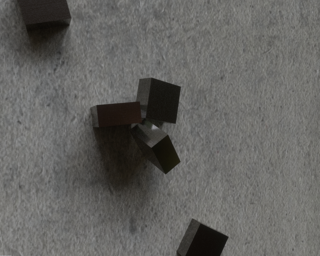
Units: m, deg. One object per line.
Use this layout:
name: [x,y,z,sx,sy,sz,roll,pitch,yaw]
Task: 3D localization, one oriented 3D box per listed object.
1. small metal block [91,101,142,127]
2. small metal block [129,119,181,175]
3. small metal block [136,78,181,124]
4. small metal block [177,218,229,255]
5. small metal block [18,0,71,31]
small metal block: [-0.054,-0.016,0.376,0.050,0.050,0.025,-7,93,-20]
small metal block: [-0.006,0.023,0.385,0.025,0.050,0.050,-39,131,-16]
small metal block: [-0.003,-0.034,0.401,0.050,0.025,0.050,10,86,-40]
small metal block: [0.060,0.162,0.433,0.050,0.025,0.050,30,80,-18]
small metal block: [-0.136,-0.144,0.359,0.050,0.025,0.050,-16,96,-20]
